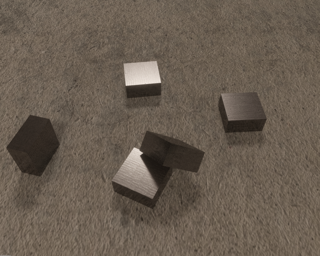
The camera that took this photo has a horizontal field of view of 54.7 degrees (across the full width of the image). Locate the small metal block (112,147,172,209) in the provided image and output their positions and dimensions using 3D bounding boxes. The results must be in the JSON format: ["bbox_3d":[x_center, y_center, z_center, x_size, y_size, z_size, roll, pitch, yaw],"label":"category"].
[{"bbox_3d":[-0.019,0.057,0.355,0.050,0.025,0.050,21,53,16],"label":"small metal block"}]

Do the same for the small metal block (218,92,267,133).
[{"bbox_3d":[0.111,-0.022,0.423,0.050,0.025,0.050,-3,50,-3],"label":"small metal block"}]

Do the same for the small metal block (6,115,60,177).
[{"bbox_3d":[-0.148,0.021,0.367,0.025,0.050,0.050,12,51,9],"label":"small metal block"}]

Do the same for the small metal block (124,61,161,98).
[{"bbox_3d":[-0.027,-0.073,0.464,0.050,0.025,0.050,-6,50,-5],"label":"small metal block"}]

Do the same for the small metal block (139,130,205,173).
[{"bbox_3d":[0.013,0.027,0.352,0.050,0.025,0.050,17,5,-36],"label":"small metal block"}]
